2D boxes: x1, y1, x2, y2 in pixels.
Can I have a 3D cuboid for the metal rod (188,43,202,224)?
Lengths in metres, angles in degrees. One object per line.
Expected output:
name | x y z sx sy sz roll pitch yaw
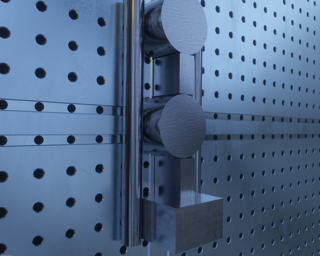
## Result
metal rod | 0.048 -0.008 0.448 0.025 0.025 0.298 1 89 -40

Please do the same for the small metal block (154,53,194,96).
small metal block | 0.018 -0.067 0.406 0.025 0.050 0.050 1 90 -40

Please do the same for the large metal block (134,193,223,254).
large metal block | 0.022 0.112 0.392 0.081 0.080 0.050 1 90 -40

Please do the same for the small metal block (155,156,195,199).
small metal block | 0.019 0.063 0.407 0.025 0.050 0.050 0 90 -40

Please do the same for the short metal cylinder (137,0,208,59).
short metal cylinder | 0.016 -0.132 0.405 0.081 0.050 0.080 0 90 -40

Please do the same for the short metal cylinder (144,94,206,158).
short metal cylinder | 0.014 -0.002 0.404 0.081 0.050 0.080 0 90 -40

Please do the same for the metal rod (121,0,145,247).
metal rod | -0.033 -0.009 0.380 0.025 0.025 0.298 1 89 -40
